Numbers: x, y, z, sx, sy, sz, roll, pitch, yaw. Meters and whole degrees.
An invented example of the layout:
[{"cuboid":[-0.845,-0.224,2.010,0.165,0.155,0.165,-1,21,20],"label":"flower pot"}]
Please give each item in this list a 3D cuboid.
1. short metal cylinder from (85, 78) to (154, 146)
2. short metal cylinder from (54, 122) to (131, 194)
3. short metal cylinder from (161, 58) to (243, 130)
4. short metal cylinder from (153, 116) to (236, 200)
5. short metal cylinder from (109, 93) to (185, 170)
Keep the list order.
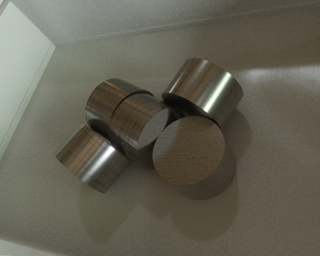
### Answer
[{"cuboid":[-0.049,-0.019,0.404,0.050,0.080,0.080,29,77,37],"label":"short metal cylinder"},{"cuboid":[-0.083,0.037,0.388,0.080,0.080,0.050,33,80,38],"label":"short metal cylinder"},{"cuboid":[0.049,-0.036,0.364,0.080,0.080,0.050,26,76,36],"label":"short metal cylinder"},{"cuboid":[0.039,0.034,0.345,0.080,0.050,0.080,-13,56,20],"label":"short metal cylinder"},{"cuboid":[-0.014,0.004,0.373,0.050,0.080,0.080,30,78,37],"label":"short metal cylinder"}]
